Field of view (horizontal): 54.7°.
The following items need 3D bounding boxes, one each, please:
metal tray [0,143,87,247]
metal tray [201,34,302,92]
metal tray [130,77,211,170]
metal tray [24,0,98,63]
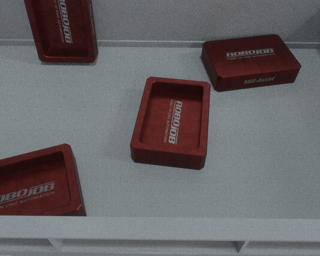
[{"bbox_3d":[-0.155,0.074,0.337,0.131,0.030,0.090,-14,52,-12],"label":"metal tray"},{"bbox_3d":[0.140,-0.105,0.491,0.131,0.030,0.090,-8,50,-7],"label":"metal tray"},{"bbox_3d":[0.018,-0.012,0.411,0.090,0.030,0.130,6,50,5],"label":"metal tray"},{"bbox_3d":[-0.149,-0.165,0.472,0.091,0.129,0.030,1,38,1],"label":"metal tray"}]
